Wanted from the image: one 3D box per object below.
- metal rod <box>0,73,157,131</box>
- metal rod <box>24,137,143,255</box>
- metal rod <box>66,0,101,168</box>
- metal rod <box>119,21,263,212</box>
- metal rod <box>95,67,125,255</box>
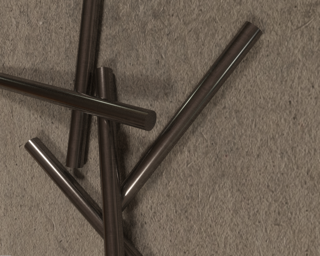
[{"bbox_3d":[-0.139,-0.044,0.431,0.300,0.025,0.025,16,95,28],"label":"metal rod"},{"bbox_3d":[-0.092,0.124,0.440,0.300,0.025,0.025,44,103,14],"label":"metal rod"},{"bbox_3d":[-0.107,-0.092,0.445,0.025,0.025,0.298,7,92,19],"label":"metal rod"},{"bbox_3d":[0.024,-0.003,0.399,0.025,0.025,0.299,41,102,15],"label":"metal rod"},{"bbox_3d":[-0.066,0.065,0.408,0.025,0.025,0.298,-9,78,19],"label":"metal rod"}]
